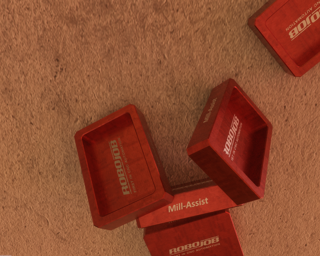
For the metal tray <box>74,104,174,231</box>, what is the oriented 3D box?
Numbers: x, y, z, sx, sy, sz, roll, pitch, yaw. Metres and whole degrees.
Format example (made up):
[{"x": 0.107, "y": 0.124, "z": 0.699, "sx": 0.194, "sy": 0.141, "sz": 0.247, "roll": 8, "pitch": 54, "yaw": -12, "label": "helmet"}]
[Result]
[{"x": -0.048, "y": 0.045, "z": 0.376, "sx": 0.090, "sy": 0.130, "sz": 0.030, "roll": -27, "pitch": 150, "yaw": 9, "label": "metal tray"}]

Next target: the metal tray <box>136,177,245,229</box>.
[{"x": 0.038, "y": 0.092, "z": 0.406, "sx": 0.131, "sy": 0.090, "sz": 0.030, "roll": -14, "pitch": 86, "yaw": 5, "label": "metal tray"}]

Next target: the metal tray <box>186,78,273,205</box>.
[{"x": 0.087, "y": 0.011, "z": 0.359, "sx": 0.090, "sy": 0.130, "sz": 0.030, "roll": 46, "pitch": 131, "yaw": -15, "label": "metal tray"}]

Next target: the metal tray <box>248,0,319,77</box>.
[{"x": 0.182, "y": -0.135, "z": 0.358, "sx": 0.130, "sy": 0.030, "sz": 0.090, "roll": -41, "pitch": 105, "yaw": 13, "label": "metal tray"}]

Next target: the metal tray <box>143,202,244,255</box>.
[{"x": 0.051, "y": 0.171, "z": 0.470, "sx": 0.131, "sy": 0.030, "sz": 0.090, "roll": -19, "pitch": 109, "yaw": 6, "label": "metal tray"}]
